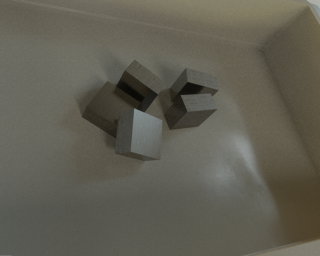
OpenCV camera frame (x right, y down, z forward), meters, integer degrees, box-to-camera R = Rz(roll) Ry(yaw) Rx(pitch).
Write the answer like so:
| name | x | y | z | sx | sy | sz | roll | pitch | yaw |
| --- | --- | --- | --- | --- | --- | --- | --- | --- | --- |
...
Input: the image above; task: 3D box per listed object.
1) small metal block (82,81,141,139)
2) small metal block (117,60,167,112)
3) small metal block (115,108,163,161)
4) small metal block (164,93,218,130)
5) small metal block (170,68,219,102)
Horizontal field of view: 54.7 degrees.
| name | x | y | z | sx | sy | sz | roll | pitch | yaw |
| --- | --- | --- | --- | --- | --- | --- | --- | --- | --- |
| small metal block | -0.060 | -0.023 | 0.387 | 0.050 | 0.025 | 0.050 | 33 | 51 | -6 |
| small metal block | -0.028 | -0.052 | 0.406 | 0.050 | 0.050 | 0.025 | 36 | 51 | -5 |
| small metal block | -0.024 | 0.010 | 0.367 | 0.050 | 0.025 | 0.050 | 21 | 66 | -47 |
| small metal block | 0.041 | -0.022 | 0.425 | 0.050 | 0.050 | 0.025 | -7 | 65 | -31 |
| small metal block | 0.049 | -0.057 | 0.450 | 0.050 | 0.050 | 0.025 | 11 | 57 | -22 |
